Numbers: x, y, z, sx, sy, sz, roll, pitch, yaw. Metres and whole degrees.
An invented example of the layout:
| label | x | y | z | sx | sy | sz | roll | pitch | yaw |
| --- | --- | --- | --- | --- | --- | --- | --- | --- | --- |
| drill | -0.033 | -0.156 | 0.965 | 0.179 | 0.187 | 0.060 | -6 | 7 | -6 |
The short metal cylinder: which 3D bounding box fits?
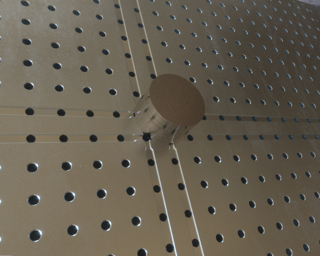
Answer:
| label | x | y | z | sx | sy | sz | roll | pitch | yaw |
| --- | --- | --- | --- | --- | --- | --- | --- | --- | --- |
| short metal cylinder | 0.013 | -0.026 | 0.416 | 0.081 | 0.050 | 0.080 | 14 | 56 | -21 |
